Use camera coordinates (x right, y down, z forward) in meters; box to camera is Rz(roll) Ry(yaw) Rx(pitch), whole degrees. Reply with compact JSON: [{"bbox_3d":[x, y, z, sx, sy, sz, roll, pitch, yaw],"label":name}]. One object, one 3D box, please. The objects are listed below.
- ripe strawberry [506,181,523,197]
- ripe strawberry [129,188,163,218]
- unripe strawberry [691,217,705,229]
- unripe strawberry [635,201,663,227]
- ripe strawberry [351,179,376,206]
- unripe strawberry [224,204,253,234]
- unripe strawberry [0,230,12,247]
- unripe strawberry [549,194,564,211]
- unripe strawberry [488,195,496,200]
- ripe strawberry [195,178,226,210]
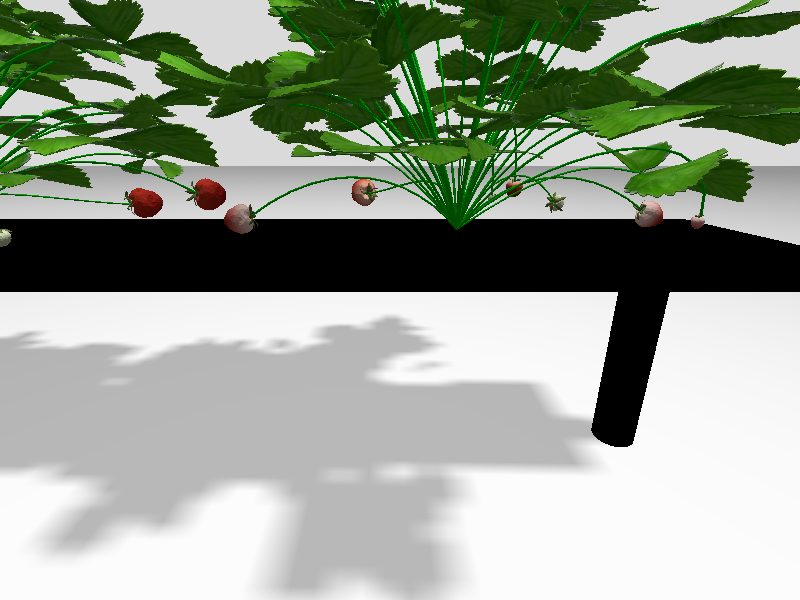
[{"bbox_3d":[0.164,-0.160,0.577,0.024,0.022,0.022,9,22,23],"label":"ripe strawberry"},{"bbox_3d":[-0.259,-0.100,0.411,0.028,0.030,0.026,-9,22,-25],"label":"ripe strawberry"},{"bbox_3d":[0.241,-0.063,0.325,0.010,0.010,0.011,2,20,6],"label":"unripe strawberry"},{"bbox_3d":[0.225,-0.076,0.359,0.024,0.023,0.022,21,17,-12],"label":"unripe strawberry"},{"bbox_3d":[-0.049,-0.140,0.521,0.032,0.034,0.035,-10,22,-26],"label":"ripe strawberry"},{"bbox_3d":[-0.132,-0.066,0.328,0.022,0.023,0.020,-13,21,-2],"label":"unripe strawberry"},{"bbox_3d":[-0.244,-0.037,0.244,0.010,0.010,0.011,13,24,32],"label":"unripe strawberry"},{"bbox_3d":[0.181,-0.112,0.461,0.018,0.018,0.016,-6,18,-43],"label":"unripe strawberry"},{"bbox_3d":[0.122,-0.135,0.535,0.010,0.011,0.011,7,21,19],"label":"unripe strawberry"},{"bbox_3d":[-0.219,-0.122,0.465,0.034,0.035,0.031,-3,18,-37],"label":"ripe strawberry"}]
